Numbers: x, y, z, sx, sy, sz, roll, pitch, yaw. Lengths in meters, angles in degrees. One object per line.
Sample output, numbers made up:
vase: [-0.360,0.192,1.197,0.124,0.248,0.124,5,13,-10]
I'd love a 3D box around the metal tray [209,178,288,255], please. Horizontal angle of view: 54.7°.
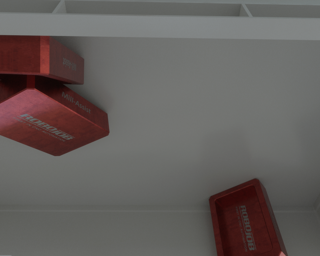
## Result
metal tray: [0.128,0.149,0.469,0.090,0.130,0.030,-28,125,21]

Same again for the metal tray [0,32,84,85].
metal tray: [-0.130,-0.061,0.291,0.091,0.130,0.030,2,94,-2]

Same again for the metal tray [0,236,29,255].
metal tray: [-0.325,0.276,0.639,0.090,0.030,0.129,-12,129,9]

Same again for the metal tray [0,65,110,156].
metal tray: [-0.133,-0.012,0.361,0.090,0.030,0.130,-22,150,19]
